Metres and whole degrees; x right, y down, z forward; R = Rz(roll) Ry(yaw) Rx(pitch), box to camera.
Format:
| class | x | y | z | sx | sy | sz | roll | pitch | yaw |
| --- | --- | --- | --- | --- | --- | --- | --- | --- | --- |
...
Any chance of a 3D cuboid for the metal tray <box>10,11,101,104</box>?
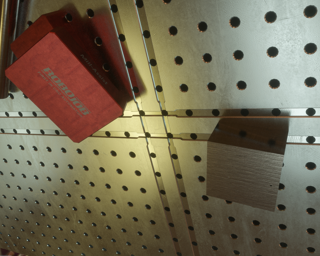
| class | x | y | z | sx | sy | sz | roll | pitch | yaw |
| --- | --- | --- | --- | --- | --- | --- | --- | --- | --- |
| metal tray | -0.136 | -0.080 | 0.428 | 0.090 | 0.030 | 0.130 | -21 | 107 | 35 |

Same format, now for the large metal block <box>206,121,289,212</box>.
| class | x | y | z | sx | sy | sz | roll | pitch | yaw |
| --- | --- | --- | --- | --- | --- | --- | --- | --- | --- |
| large metal block | 0.102 | 0.043 | 0.368 | 0.080 | 0.050 | 0.079 | 10 | 123 | 22 |

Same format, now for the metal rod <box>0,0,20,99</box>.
| class | x | y | z | sx | sy | sz | roll | pitch | yaw |
| --- | --- | --- | --- | --- | --- | --- | --- | --- | --- |
| metal rod | -0.205 | -0.158 | 0.419 | 0.025 | 0.025 | 0.298 | 34 | 129 | 5 |

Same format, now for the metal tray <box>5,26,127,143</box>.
| class | x | y | z | sx | sy | sz | roll | pitch | yaw |
| --- | --- | --- | --- | --- | --- | --- | --- | --- | --- |
| metal tray | -0.118 | -0.051 | 0.401 | 0.090 | 0.030 | 0.130 | -31 | 114 | 21 |
